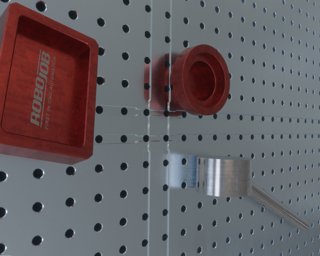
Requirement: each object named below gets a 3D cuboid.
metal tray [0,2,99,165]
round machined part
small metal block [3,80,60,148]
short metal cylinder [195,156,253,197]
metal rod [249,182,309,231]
[{"bbox_3d":[-0.105,-0.038,0.285,0.091,0.030,0.130,17,62,-41],"label":"metal tray"},{"bbox_3d":[0.053,-0.066,0.443,0.099,0.042,0.097,0,90,-40],"label":"round machined part"},{"bbox_3d":[-0.132,-0.012,0.299,0.050,0.025,0.050,24,75,-38],"label":"small metal block"},{"bbox_3d":[0.093,0.068,0.452,0.081,0.080,0.050,3,88,-40],"label":"short metal cylinder"},{"bbox_3d":[0.208,0.140,0.584,0.301,0.025,0.025,35,69,-35],"label":"metal rod"}]
